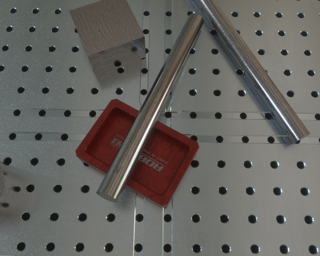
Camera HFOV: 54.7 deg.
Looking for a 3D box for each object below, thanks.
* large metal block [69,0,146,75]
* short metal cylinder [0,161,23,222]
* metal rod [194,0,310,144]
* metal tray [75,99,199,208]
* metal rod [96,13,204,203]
[{"bbox_3d":[-0.074,-0.135,0.447,0.080,0.050,0.080,-22,72,-8],"label":"large metal block"},{"bbox_3d":[-0.215,0.074,0.369,0.081,0.050,0.080,0,70,0],"label":"short metal cylinder"},{"bbox_3d":[0.119,-0.111,0.453,0.025,0.025,0.299,-26,72,-9],"label":"metal rod"},{"bbox_3d":[-0.028,0.031,0.397,0.130,0.030,0.090,29,72,9],"label":"metal tray"},{"bbox_3d":[-0.001,-0.046,0.401,0.025,0.025,0.300,21,61,7],"label":"metal rod"}]
